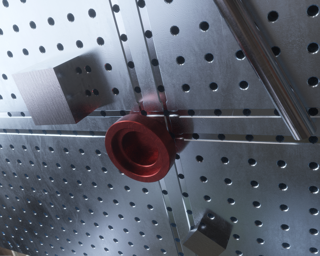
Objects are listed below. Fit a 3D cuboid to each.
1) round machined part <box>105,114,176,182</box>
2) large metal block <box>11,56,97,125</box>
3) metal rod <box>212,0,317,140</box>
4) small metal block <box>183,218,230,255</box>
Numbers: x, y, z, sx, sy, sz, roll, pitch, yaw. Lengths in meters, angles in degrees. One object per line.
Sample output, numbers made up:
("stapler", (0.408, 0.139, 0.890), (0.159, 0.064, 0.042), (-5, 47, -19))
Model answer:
("round machined part", (-0.023, 0.024, 0.427), (0.098, 0.042, 0.097), (13, 124, 21))
("large metal block", (-0.149, -0.051, 0.442), (0.080, 0.050, 0.080), (-2, 118, 29))
("metal rod", (0.072, -0.115, 0.302), (0.025, 0.025, 0.299), (-26, 105, 37))
("small metal block", (0.072, 0.176, 0.482), (0.050, 0.025, 0.050), (33, 129, 6))
